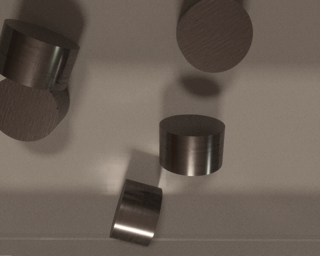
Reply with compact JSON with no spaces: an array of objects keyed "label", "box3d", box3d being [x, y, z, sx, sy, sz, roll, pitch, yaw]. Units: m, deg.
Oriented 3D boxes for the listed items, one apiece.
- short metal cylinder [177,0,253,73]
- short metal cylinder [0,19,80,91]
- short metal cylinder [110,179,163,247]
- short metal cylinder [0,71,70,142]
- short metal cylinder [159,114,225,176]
[{"label":"short metal cylinder","box3d":[0.060,-0.108,0.359,0.081,0.050,0.079,0,110,-1]},{"label":"short metal cylinder","box3d":[-0.138,-0.082,0.350,0.080,0.080,0.050,22,109,-8]},{"label":"short metal cylinder","box3d":[-0.033,0.115,0.424,0.050,0.080,0.079,17,109,-7]},{"label":"short metal cylinder","box3d":[-0.160,-0.029,0.385,0.081,0.050,0.079,0,110,-1]},{"label":"short metal cylinder","box3d":[0.039,0.019,0.390,0.081,0.080,0.050,0,110,-1]}]
